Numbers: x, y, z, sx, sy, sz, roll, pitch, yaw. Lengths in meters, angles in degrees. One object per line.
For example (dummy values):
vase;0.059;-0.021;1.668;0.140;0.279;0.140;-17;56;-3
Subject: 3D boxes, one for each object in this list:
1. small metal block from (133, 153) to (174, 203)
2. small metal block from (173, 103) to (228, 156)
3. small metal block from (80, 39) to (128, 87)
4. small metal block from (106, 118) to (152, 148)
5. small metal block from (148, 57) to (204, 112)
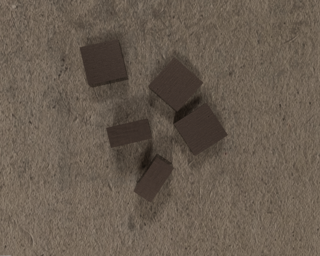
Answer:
small metal block;-0.008;0.062;0.397;0.025;0.050;0.050;34;90;-1
small metal block;0.053;0.002;0.411;0.050;0.025;0.050;-33;90;0
small metal block;-0.073;-0.085;0.409;0.050;0.025;0.050;-13;90;-1
small metal block;-0.037;0.006;0.397;0.050;0.050;0.025;-13;90;0
small metal block;0.020;-0.056;0.410;0.050;0.025;0.050;42;90;-1
